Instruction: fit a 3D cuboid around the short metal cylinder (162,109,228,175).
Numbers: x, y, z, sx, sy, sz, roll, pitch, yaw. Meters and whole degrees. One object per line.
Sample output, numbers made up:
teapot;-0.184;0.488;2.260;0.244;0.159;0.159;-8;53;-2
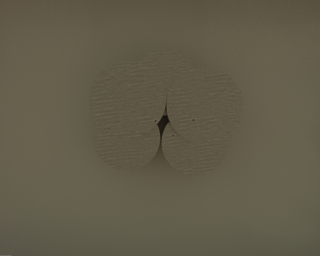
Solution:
short metal cylinder;0.042;0.017;0.397;0.081;0.050;0.080;0;90;0

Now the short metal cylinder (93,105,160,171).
short metal cylinder;-0.040;0.011;0.397;0.081;0.050;0.080;0;90;0

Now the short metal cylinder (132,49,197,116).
short metal cylinder;0.005;-0.055;0.397;0.081;0.050;0.080;0;90;0

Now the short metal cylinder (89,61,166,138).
short metal cylinder;-0.034;-0.030;0.347;0.081;0.050;0.080;0;90;0

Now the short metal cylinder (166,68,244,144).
short metal cylinder;0.047;-0.023;0.347;0.081;0.050;0.080;0;90;0
